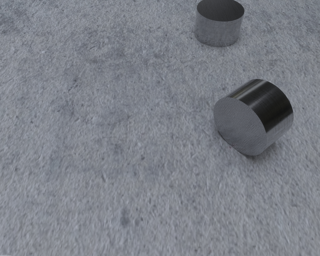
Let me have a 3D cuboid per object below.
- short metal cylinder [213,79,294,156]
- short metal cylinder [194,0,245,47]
[{"bbox_3d":[0.113,-0.013,0.380,0.050,0.080,0.080,-33,58,-25],"label":"short metal cylinder"},{"bbox_3d":[0.103,-0.187,0.546,0.081,0.050,0.080,0,50,0],"label":"short metal cylinder"}]
